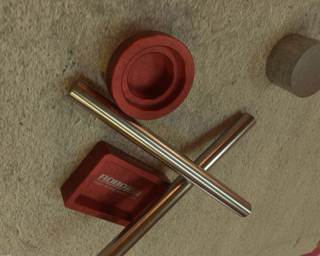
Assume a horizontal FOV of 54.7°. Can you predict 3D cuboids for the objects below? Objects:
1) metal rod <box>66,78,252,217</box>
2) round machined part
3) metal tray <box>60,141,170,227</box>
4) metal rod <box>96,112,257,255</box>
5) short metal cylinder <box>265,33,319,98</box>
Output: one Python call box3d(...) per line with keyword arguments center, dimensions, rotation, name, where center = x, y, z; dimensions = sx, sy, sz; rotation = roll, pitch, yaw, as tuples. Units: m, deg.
box3d(center=(0.016, 0.039, 0.394), dimensions=(0.301, 0.025, 0.025), rotation=(37, 97, -25), name="metal rod")
box3d(center=(-0.014, -0.061, 0.351), dimensions=(0.099, 0.042, 0.097), rotation=(-14, 124, -21), name="round machined part")
box3d(center=(-0.055, 0.083, 0.424), dimensions=(0.130, 0.030, 0.090), rotation=(34, 99, -39), name="metal tray")
box3d(center=(0.029, 0.082, 0.436), dimensions=(0.301, 0.025, 0.025), rotation=(-42, 130, -15), name="metal rod")
box3d(center=(0.201, -0.090, 0.445), dimensions=(0.081, 0.050, 0.079), rotation=(-14, 124, -21), name="short metal cylinder")
